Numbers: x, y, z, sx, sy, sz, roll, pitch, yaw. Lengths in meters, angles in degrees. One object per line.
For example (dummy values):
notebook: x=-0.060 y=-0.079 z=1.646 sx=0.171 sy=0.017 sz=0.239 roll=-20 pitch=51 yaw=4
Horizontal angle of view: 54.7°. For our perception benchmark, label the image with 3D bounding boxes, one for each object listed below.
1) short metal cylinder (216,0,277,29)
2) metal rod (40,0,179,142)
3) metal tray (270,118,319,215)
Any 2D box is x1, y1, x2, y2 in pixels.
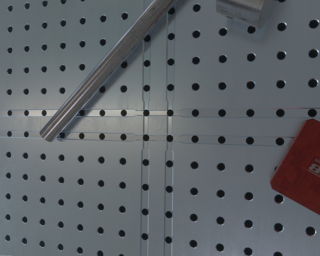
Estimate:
short metal cylinder: x=0.104 y=-0.159 z=0.346 sx=0.050 sy=0.080 sz=0.080 roll=27 pitch=99 yaw=18
metal rod: x=-0.070 y=-0.091 z=0.437 sx=0.299 sy=0.025 sz=0.025 roll=-45 pitch=76 yaw=14
metal tray: x=0.201 y=0.057 z=0.339 sx=0.130 sy=0.030 sz=0.090 roll=29 pitch=99 yaw=17
